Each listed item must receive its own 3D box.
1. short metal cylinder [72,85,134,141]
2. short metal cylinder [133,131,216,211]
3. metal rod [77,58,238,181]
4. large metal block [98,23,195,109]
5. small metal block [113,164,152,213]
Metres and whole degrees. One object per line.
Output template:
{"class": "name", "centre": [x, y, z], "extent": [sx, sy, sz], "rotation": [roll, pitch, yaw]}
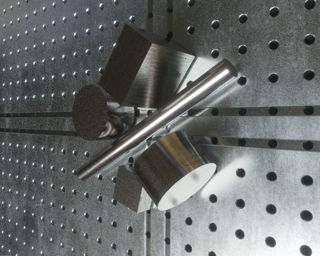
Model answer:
{"class": "short metal cylinder", "centre": [-0.084, -0.022, 0.458], "extent": [0.080, 0.050, 0.079], "rotation": [0, 90, 40]}
{"class": "short metal cylinder", "centre": [0.017, 0.049, 0.355], "extent": [0.050, 0.081, 0.080], "rotation": [51, 120, 27]}
{"class": "metal rod", "centre": [-0.024, 0.005, 0.424], "extent": [0.299, 0.025, 0.025], "rotation": [-35, 69, 34]}
{"class": "large metal block", "centre": [-0.016, -0.072, 0.382], "extent": [0.050, 0.081, 0.080], "rotation": [44, 116, 31]}
{"class": "small metal block", "centre": [-0.036, 0.083, 0.434], "extent": [0.050, 0.025, 0.050], "rotation": [20, 102, 38]}
